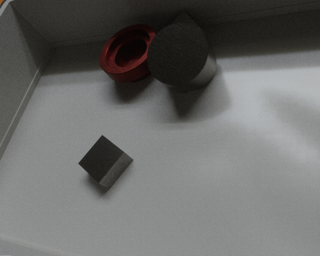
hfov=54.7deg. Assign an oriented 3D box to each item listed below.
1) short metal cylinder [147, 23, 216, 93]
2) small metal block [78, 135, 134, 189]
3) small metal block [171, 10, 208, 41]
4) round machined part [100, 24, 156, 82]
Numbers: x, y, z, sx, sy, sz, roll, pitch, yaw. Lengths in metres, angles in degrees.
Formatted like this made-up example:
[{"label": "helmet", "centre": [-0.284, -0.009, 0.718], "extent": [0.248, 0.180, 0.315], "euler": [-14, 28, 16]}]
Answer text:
[{"label": "short metal cylinder", "centre": [0.030, -0.091, 0.410], "extent": [0.080, 0.050, 0.080], "euler": [-2, 85, 21]}, {"label": "small metal block", "centre": [-0.073, 0.045, 0.415], "extent": [0.050, 0.025, 0.050], "euler": [32, 79, 37]}, {"label": "small metal block", "centre": [0.036, -0.138, 0.462], "extent": [0.050, 0.025, 0.050], "euler": [-44, 50, 19]}, {"label": "round machined part", "centre": [-0.041, -0.111, 0.483], "extent": [0.098, 0.042, 0.098], "euler": [-13, 56, 20]}]
